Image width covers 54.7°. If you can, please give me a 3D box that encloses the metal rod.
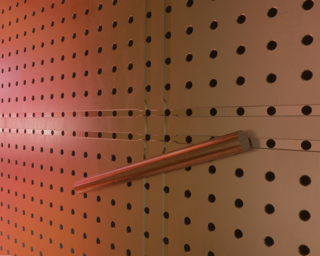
[{"bbox_3d":[-0.021,0.056,0.424,0.299,0.025,0.025,-21,77,37],"label":"metal rod"}]
